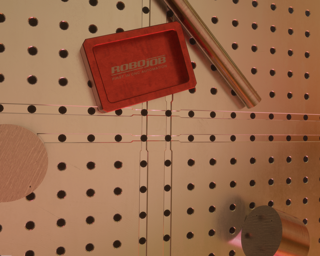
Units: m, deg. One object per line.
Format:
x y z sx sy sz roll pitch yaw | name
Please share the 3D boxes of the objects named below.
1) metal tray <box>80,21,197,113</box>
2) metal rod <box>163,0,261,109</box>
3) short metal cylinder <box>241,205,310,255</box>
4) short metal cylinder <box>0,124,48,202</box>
-0.025 -0.079 0.400 0.131 0.030 0.090 -18 96 -19 | metal tray
0.044 -0.146 0.428 0.025 0.025 0.300 -45 104 -14 | metal rod
0.163 0.158 0.443 0.050 0.080 0.080 25 82 -19 | short metal cylinder
-0.165 0.036 0.338 0.081 0.050 0.080 0 90 -20 | short metal cylinder
